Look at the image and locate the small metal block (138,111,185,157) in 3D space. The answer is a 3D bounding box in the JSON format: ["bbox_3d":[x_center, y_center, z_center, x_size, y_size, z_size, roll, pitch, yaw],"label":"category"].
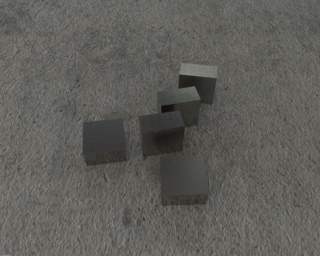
[{"bbox_3d":[0.001,0.008,0.380,0.050,0.050,0.025,-8,51,-7],"label":"small metal block"}]

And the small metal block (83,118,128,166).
[{"bbox_3d":[-0.069,0.017,0.388,0.050,0.025,0.050,-6,50,-6],"label":"small metal block"}]

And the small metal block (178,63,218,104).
[{"bbox_3d":[0.053,-0.063,0.440,0.050,0.050,0.025,7,51,5],"label":"small metal block"}]

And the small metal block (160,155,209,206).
[{"bbox_3d":[0.026,0.059,0.353,0.050,0.025,0.050,-2,50,-2],"label":"small metal block"}]

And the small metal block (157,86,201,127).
[{"bbox_3d":[0.023,-0.025,0.408,0.050,0.050,0.025,-10,51,-8],"label":"small metal block"}]
